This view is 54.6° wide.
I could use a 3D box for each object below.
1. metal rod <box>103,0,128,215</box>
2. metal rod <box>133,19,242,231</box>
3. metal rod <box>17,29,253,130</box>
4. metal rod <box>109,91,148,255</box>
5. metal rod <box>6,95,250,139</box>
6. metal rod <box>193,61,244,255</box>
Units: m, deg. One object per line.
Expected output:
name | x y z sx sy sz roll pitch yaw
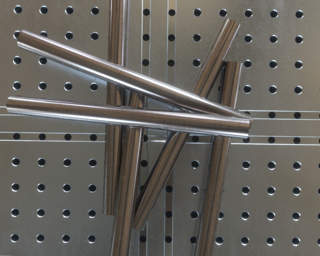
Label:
metal rod | -0.059 -0.036 0.412 0.025 0.025 0.298 2 90 0
metal rod | 0.032 -0.004 0.413 0.025 0.025 0.299 26 90 0
metal rod | -0.030 -0.057 0.387 0.301 0.025 0.025 21 90 0
metal rod | -0.043 0.091 0.396 0.025 0.025 0.299 7 83 0
metal rod | -0.046 -0.015 0.384 0.301 0.025 0.025 6 90 9
metal rod | 0.075 0.062 0.413 0.025 0.025 0.298 9 90 0
